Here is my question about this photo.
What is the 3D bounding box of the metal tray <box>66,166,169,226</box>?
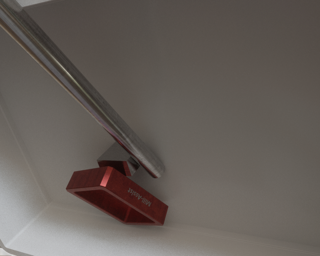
[{"bbox_3d":[-0.062,0.106,0.462,0.090,0.030,0.130,-14,136,40],"label":"metal tray"}]

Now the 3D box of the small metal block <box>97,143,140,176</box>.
[{"bbox_3d":[-0.053,0.043,0.446,0.050,0.050,0.025,-1,118,28],"label":"small metal block"}]

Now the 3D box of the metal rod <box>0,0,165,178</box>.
[{"bbox_3d":[-0.071,-0.024,0.348,0.025,0.025,0.300,-5,142,30],"label":"metal rod"}]
